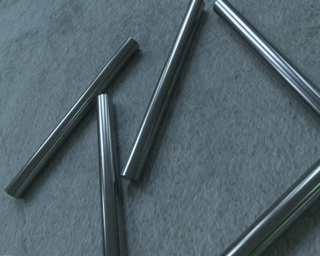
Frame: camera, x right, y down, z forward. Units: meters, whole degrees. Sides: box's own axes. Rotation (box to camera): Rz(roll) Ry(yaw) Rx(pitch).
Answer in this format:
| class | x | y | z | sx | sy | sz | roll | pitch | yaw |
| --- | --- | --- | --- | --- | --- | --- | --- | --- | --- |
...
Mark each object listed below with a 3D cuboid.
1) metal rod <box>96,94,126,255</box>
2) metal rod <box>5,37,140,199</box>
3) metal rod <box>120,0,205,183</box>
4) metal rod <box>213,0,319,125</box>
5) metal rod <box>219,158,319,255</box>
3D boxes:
| class | x | y | z | sx | sy | sz | roll | pitch | yaw |
| --- | --- | --- | --- | --- | --- | --- | --- | --- | --- |
| metal rod | -0.062 | 0.077 | 0.387 | 0.025 | 0.025 | 0.299 | -21 | 54 | 15 |
| metal rod | -0.130 | -0.022 | 0.483 | 0.025 | 0.025 | 0.300 | 28 | 76 | 37 |
| metal rod | 0.011 | -0.068 | 0.438 | 0.025 | 0.025 | 0.300 | 7 | 65 | 31 |
| metal rod | 0.143 | -0.078 | 0.376 | 0.025 | 0.025 | 0.300 | -32 | 52 | 7 |
| metal rod | 0.062 | 0.132 | 0.289 | 0.300 | 0.025 | 0.025 | -43 | 51 | -2 |
